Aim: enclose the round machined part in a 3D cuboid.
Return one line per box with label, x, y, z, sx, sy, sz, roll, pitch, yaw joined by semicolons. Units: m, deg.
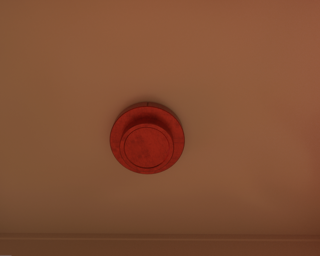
round machined part;-0.017;0.018;0.405;0.099;0.042;0.097;0;110;-1
